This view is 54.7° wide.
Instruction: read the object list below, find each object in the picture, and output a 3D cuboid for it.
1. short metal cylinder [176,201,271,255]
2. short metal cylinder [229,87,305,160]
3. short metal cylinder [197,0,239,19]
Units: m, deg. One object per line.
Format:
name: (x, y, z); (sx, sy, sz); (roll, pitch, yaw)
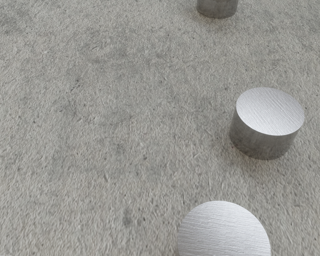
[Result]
short metal cylinder: (0.056, 0.116, 0.290); (0.080, 0.050, 0.080); (0, 50, 0)
short metal cylinder: (0.133, -0.006, 0.393); (0.080, 0.050, 0.080); (0, 50, 0)
short metal cylinder: (0.114, -0.257, 0.604); (0.080, 0.050, 0.080); (0, 50, 0)
